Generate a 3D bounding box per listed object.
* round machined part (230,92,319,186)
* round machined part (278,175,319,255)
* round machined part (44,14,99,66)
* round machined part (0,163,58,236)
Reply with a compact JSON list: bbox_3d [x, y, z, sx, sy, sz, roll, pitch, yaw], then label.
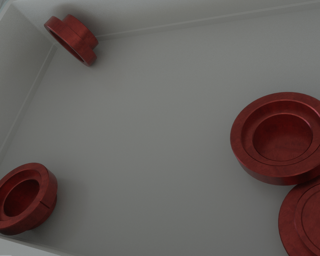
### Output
[{"bbox_3d":[0.126,0.014,0.317,0.098,0.042,0.098,-15,50,20],"label":"round machined part"},{"bbox_3d":[0.153,0.084,0.263,0.098,0.042,0.098,-13,56,21],"label":"round machined part"},{"bbox_3d":[-0.145,-0.154,0.530,0.042,0.098,0.098,-49,51,-6],"label":"round machined part"},{"bbox_3d":[-0.182,0.099,0.422,0.098,0.042,0.098,-14,45,15],"label":"round machined part"}]
